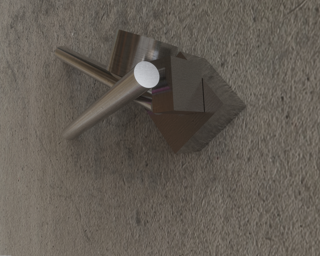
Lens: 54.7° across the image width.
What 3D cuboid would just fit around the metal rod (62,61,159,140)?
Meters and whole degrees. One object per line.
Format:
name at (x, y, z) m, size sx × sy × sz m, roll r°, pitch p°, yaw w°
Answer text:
metal rod at (-0.083, -0.019, 0.403) m, size 0.299 × 0.025 × 0.025 m, roll -22°, pitch 76°, yaw 59°

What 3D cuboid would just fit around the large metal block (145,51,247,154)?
large metal block at (0.036, -0.028, 0.357) m, size 0.080 × 0.050 × 0.080 m, roll -49°, pitch 61°, yaw 30°

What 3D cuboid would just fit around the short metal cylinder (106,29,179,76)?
short metal cylinder at (-0.022, -0.088, 0.389) m, size 0.080 × 0.081 × 0.050 m, roll 26°, pitch 107°, yaw 36°

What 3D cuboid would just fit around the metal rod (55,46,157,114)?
metal rod at (-0.086, -0.079, 0.438) m, size 0.300 × 0.025 × 0.025 m, roll 32°, pitch 110°, yaw 47°

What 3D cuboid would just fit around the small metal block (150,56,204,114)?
small metal block at (0.018, -0.040, 0.305) m, size 0.025 × 0.050 × 0.050 m, roll -5°, pitch 87°, yaw 40°
